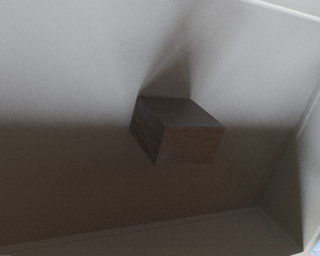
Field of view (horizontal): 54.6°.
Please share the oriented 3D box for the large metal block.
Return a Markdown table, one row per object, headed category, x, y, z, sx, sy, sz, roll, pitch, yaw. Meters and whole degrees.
| category | x | y | z | sx | sy | sz | roll | pitch | yaw |
| --- | --- | --- | --- | --- | --- | --- | --- | --- | --- |
| large metal block | 0.018 | 0.001 | 0.380 | 0.081 | 0.080 | 0.050 | 1 | 118 | -29 |
